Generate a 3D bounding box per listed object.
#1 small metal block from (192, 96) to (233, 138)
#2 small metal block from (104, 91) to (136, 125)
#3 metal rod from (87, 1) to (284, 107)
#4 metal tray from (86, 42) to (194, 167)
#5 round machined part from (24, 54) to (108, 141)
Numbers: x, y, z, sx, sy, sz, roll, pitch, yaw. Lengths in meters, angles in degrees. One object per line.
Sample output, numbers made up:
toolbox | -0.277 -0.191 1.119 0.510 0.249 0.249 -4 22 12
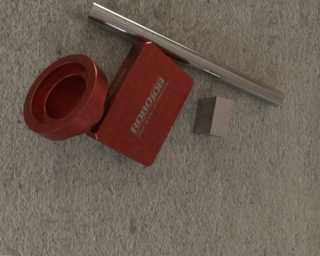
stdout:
small metal block | 0.071 -0.014 0.423 0.025 0.050 0.050 12 86 -20
small metal block | -0.057 -0.022 0.389 0.050 0.025 0.050 1 90 -21
metal rod | 0.049 -0.093 0.428 0.302 0.025 0.025 20 83 -19
metal tray | -0.021 -0.028 0.385 0.090 0.030 0.130 34 78 -36
round machined part | -0.099 -0.030 0.345 0.098 0.098 0.042 -59 144 -11
